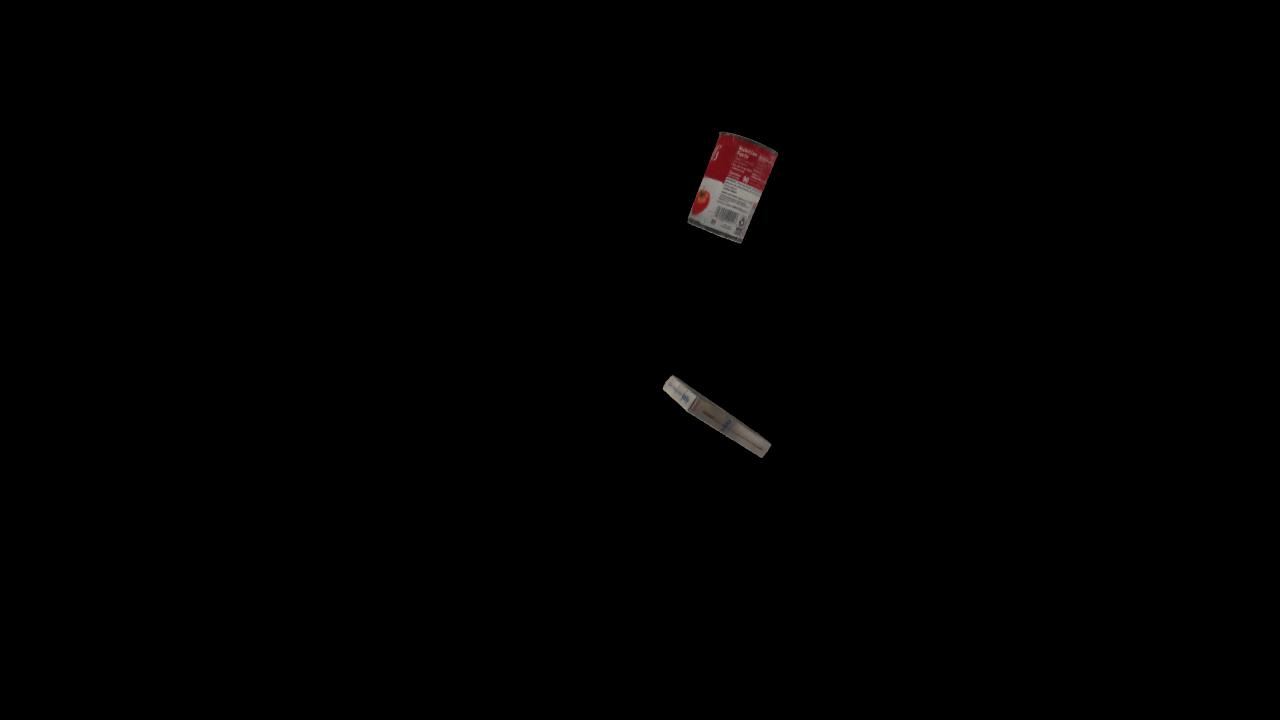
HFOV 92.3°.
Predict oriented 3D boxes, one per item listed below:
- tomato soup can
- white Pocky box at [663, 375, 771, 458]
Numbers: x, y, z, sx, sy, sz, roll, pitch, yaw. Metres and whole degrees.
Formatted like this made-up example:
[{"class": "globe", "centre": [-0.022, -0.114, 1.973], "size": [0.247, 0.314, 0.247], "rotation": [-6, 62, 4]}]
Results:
[{"class": "tomato soup can", "centre": [0.099, -0.185, 0.668], "size": [0.068, 0.101, 0.068], "rotation": [19, 14, -5]}, {"class": "white Pocky box", "centre": [0.108, 0.079, 0.856], "size": [0.154, 0.028, 0.084], "rotation": [34, 3, -29]}]
